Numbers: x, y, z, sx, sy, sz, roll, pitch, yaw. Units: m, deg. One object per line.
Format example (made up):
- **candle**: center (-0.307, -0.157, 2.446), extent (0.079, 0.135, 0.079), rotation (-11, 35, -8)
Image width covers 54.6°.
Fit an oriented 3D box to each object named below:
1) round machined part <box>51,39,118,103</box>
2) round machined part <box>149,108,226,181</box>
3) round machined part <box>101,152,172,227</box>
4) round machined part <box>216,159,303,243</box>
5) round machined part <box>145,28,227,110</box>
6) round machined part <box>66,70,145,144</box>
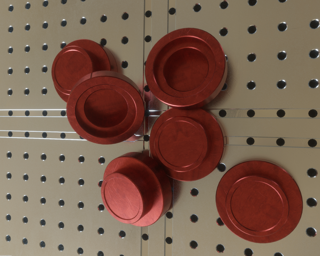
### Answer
- **round machined part**: center (-0.114, -0.079, 0.445), extent (0.098, 0.042, 0.097), rotation (0, 90, 20)
- **round machined part**: center (0.032, 0.019, 0.393), extent (0.098, 0.042, 0.097), rotation (0, 90, 20)
- **round machined part**: center (-0.037, 0.084, 0.402), extent (0.098, 0.042, 0.097), rotation (9, 108, 30)
- **round machined part**: center (0.114, 0.087, 0.363), extent (0.098, 0.042, 0.097), rotation (0, 90, 20)
- **round machined part**: center (0.034, -0.070, 0.386), extent (0.098, 0.042, 0.098), rotation (-3, 80, 18)
- **round machined part**: center (-0.071, -0.030, 0.412), extent (0.099, 0.042, 0.097), rotation (-4, 119, -7)
